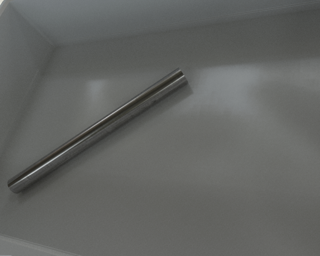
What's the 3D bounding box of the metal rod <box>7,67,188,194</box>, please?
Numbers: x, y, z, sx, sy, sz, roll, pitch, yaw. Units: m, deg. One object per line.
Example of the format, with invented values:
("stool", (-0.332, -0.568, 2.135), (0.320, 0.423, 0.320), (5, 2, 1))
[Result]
("metal rod", (-0.093, 0.007, 0.448), (0.300, 0.025, 0.025), (-33, 52, 6))
